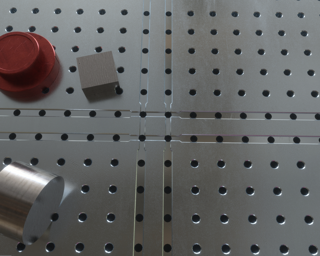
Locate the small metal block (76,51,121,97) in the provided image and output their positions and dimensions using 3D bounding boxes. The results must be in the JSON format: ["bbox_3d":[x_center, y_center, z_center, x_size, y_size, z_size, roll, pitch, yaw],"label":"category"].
[{"bbox_3d":[-0.087,-0.077,0.439,0.050,0.025,0.050,-13,71,-5],"label":"small metal block"}]

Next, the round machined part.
[{"bbox_3d":[-0.197,-0.095,0.435,0.099,0.042,0.098,0,70,-1],"label":"round machined part"}]

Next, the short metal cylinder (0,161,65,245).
[{"bbox_3d":[-0.152,0.083,0.350,0.050,0.080,0.080,20,71,6],"label":"short metal cylinder"}]
